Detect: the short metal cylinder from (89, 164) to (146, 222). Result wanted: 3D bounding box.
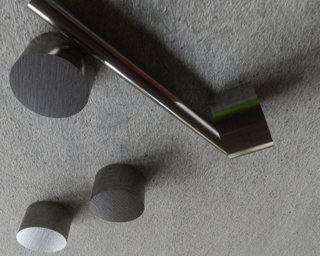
[{"bbox_3d":[-0.063,0.101,0.476,0.081,0.050,0.079,0,130,0],"label":"short metal cylinder"}]

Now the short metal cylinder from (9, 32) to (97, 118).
[{"bbox_3d":[-0.114,-0.057,0.341,0.081,0.050,0.079,0,130,0],"label":"short metal cylinder"}]

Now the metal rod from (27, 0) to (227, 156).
[{"bbox_3d":[-0.011,-0.049,0.365,0.301,0.025,0.025,35,122,-26],"label":"metal rod"}]

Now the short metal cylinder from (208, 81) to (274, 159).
[{"bbox_3d":[0.095,-0.009,0.365,0.050,0.080,0.080,-20,128,16],"label":"short metal cylinder"}]

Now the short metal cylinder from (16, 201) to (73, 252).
[{"bbox_3d":[-0.197,0.171,0.534,0.081,0.050,0.079,0,130,0],"label":"short metal cylinder"}]
